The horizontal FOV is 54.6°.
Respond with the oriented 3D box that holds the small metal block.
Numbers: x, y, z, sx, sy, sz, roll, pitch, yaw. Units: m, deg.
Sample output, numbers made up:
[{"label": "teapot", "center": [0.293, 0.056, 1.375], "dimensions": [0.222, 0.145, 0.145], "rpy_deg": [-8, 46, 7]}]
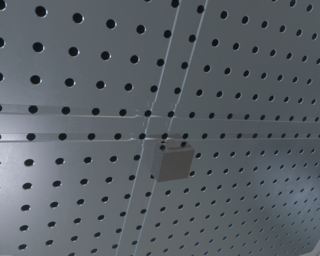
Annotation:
[{"label": "small metal block", "center": [0.018, 0.048, 0.450], "dimensions": [0.050, 0.025, 0.050], "rpy_deg": [-4, 120, -27]}]
